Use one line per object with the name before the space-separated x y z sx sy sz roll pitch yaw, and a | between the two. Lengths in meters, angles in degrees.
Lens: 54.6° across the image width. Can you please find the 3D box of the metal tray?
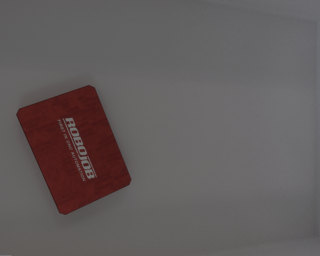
metal tray | -0.100 0.024 0.371 0.091 0.030 0.129 -23 98 -19
